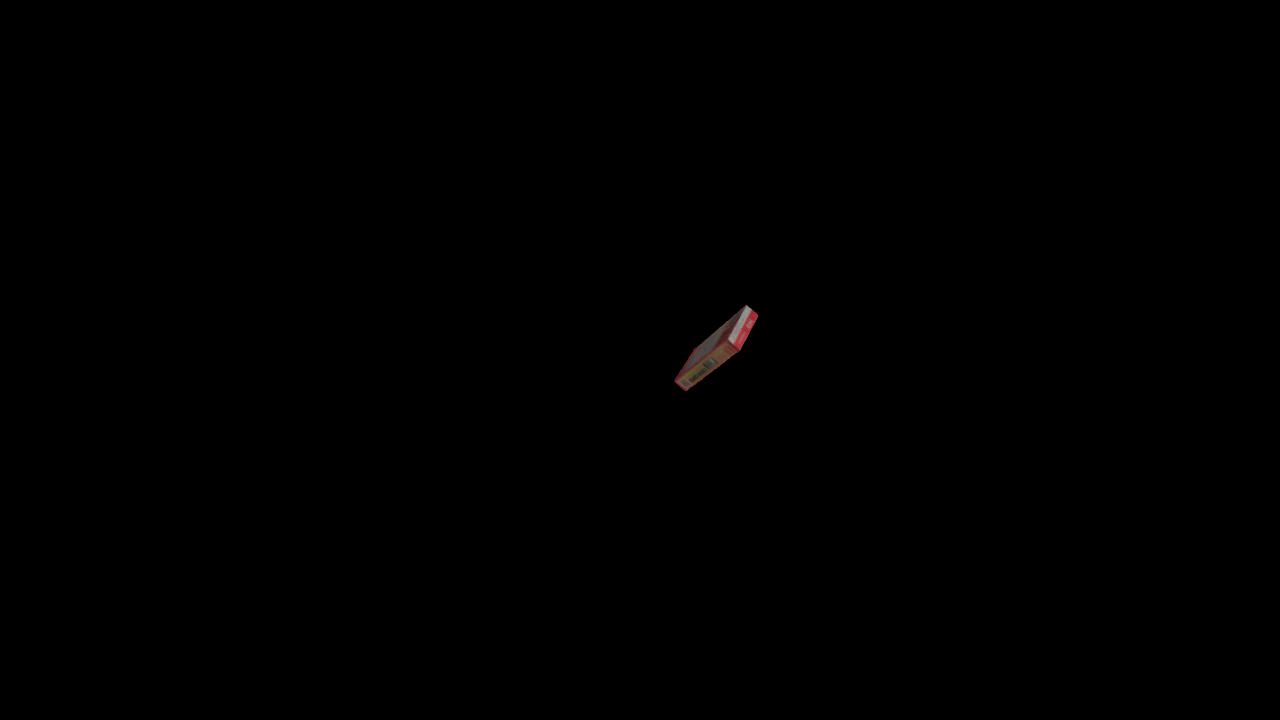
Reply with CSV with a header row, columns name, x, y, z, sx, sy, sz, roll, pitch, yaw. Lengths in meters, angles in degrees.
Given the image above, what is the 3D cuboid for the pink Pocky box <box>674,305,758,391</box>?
name,x,y,z,sx,sy,sz,roll,pitch,yaw
pink Pocky box,0.116,-0.016,0.948,0.029,0.084,0.155,39,-38,-6
